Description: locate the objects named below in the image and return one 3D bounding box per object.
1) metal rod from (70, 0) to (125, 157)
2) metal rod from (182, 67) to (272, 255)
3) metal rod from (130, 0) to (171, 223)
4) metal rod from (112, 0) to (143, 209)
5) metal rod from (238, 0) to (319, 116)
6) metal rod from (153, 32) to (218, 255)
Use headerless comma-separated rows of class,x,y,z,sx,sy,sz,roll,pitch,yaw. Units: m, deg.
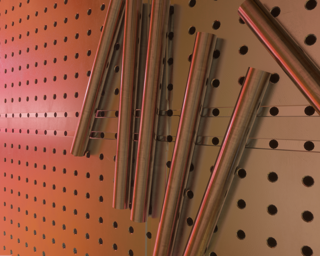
metal rod,-0.094,-0.094,0.487,0.025,0.025,0.298,30,109,36
metal rod,0.063,0.079,0.357,0.025,0.025,0.298,27,107,37
metal rod,-0.014,-0.020,0.421,0.025,0.025,0.298,10,96,39
metal rod,-0.047,-0.032,0.449,0.025,0.025,0.298,7,94,40
metal rod,0.161,-0.009,0.276,0.025,0.025,0.299,-43,64,31
metal rod,0.028,0.035,0.387,0.025,0.025,0.298,18,101,39
